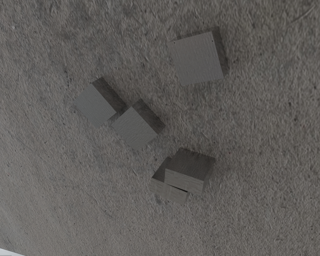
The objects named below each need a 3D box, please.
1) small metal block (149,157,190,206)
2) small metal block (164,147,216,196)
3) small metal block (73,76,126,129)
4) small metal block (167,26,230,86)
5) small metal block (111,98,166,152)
[{"bbox_3d":[0.021,0.071,0.424,0.050,0.050,0.025,21,126,16],"label":"small metal block"},{"bbox_3d":[0.039,0.055,0.404,0.050,0.050,0.025,16,125,19],"label":"small metal block"},{"bbox_3d":[-0.084,-0.034,0.430,0.050,0.025,0.050,-34,100,38],"label":"small metal block"},{"bbox_3d":[0.043,-0.077,0.337,0.050,0.025,0.050,-6,116,31],"label":"small metal block"},{"bbox_3d":[-0.030,-0.004,0.420,0.050,0.025,0.050,48,129,-6],"label":"small metal block"}]
